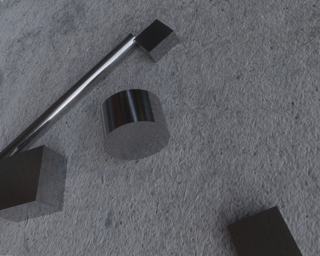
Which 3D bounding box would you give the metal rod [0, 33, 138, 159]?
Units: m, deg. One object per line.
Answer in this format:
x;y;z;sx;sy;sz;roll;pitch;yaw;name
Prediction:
-0.151;-0.046;0.511;0.300;0.025;0.025;-43;51;-2;metal rod

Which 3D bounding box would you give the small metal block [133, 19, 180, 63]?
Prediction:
-0.006;-0.139;0.492;0.050;0.025;0.050;-42;51;-1;small metal block

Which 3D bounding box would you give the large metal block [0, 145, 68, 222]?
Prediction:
-0.182;0.079;0.435;0.080;0.050;0.080;-18;55;18;large metal block

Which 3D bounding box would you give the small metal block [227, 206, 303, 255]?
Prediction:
0.098;0.108;0.287;0.050;0.025;0.050;-26;53;11;small metal block

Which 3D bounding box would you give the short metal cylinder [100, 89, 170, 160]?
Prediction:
-0.032;-0.003;0.387;0.080;0.080;0.050;-24;53;13;short metal cylinder
